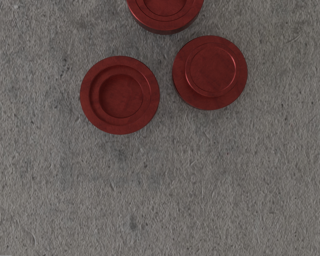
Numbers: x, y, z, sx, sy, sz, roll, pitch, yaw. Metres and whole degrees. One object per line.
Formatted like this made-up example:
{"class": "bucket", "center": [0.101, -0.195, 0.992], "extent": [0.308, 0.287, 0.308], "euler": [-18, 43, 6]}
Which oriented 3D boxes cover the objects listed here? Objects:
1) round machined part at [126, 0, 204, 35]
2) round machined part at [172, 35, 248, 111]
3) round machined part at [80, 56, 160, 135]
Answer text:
{"class": "round machined part", "center": [0.007, -0.169, 0.401], "extent": [0.099, 0.042, 0.097], "euler": [0, 90, 0]}
{"class": "round machined part", "center": [0.065, -0.072, 0.402], "extent": [0.099, 0.042, 0.097], "euler": [0, 90, 0]}
{"class": "round machined part", "center": [-0.049, -0.040, 0.401], "extent": [0.099, 0.042, 0.097], "euler": [0, 90, 0]}
